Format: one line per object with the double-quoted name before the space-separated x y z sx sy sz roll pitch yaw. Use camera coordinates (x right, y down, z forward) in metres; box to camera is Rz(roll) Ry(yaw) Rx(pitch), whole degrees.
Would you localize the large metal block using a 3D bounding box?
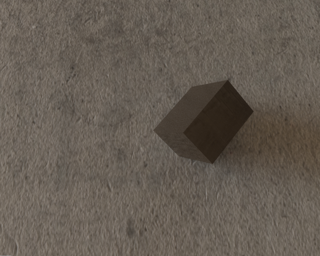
"large metal block" 0.050 -0.008 0.375 0.050 0.080 0.080 46 74 -18
